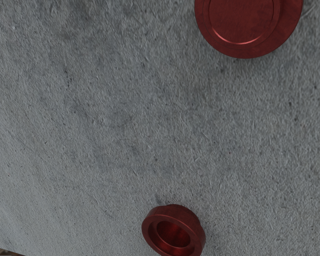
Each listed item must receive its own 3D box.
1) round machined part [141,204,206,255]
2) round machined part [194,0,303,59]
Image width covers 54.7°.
[{"bbox_3d":[0.024,0.157,0.480,0.098,0.042,0.097,13,124,21],"label":"round machined part"},{"bbox_3d":[0.078,-0.111,0.286,0.098,0.042,0.097,13,124,21],"label":"round machined part"}]
